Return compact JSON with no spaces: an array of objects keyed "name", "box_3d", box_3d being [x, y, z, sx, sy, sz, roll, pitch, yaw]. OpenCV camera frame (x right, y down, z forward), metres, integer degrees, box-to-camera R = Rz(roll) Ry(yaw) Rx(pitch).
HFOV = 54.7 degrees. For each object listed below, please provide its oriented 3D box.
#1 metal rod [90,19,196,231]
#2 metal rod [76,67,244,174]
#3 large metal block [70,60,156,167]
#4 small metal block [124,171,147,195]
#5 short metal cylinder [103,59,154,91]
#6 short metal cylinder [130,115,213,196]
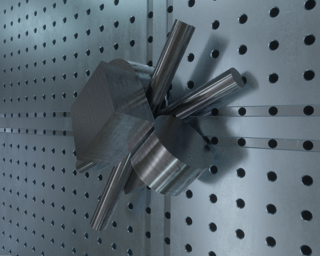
[{"name":"metal rod","box_3d":[-0.030,0.010,0.397,0.025,0.025,0.298,37,112,33]},{"name":"metal rod","box_3d":[-0.022,0.004,0.423,0.299,0.025,0.025,-29,72,36]},{"name":"large metal block","box_3d":[-0.058,-0.015,0.354,0.080,0.050,0.080,-48,45,30]},{"name":"small metal block","box_3d":[-0.032,0.059,0.431,0.050,0.025,0.050,-34,69,34]},{"name":"short metal cylinder","box_3d":[-0.041,-0.050,0.422,0.080,0.050,0.079,0,90,40]},{"name":"short metal cylinder","box_3d":[0.013,0.031,0.358,0.050,0.081,0.080,-51,60,29]}]
